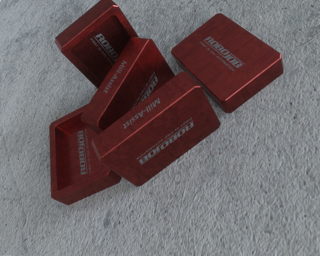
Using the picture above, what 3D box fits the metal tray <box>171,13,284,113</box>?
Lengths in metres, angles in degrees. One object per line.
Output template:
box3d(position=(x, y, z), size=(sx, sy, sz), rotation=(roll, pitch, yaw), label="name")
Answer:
box3d(position=(0.085, -0.091, 0.412), size=(0.090, 0.030, 0.130), rotation=(-38, 51, 2), label="metal tray")

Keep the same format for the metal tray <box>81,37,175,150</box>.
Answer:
box3d(position=(-0.035, -0.041, 0.405), size=(0.030, 0.090, 0.130), rotation=(18, 71, 35), label="metal tray")

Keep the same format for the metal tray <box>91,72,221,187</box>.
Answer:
box3d(position=(0.000, 0.006, 0.359), size=(0.130, 0.090, 0.030), rotation=(-37, 51, 3), label="metal tray")

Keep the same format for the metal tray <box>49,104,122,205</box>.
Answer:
box3d(position=(-0.109, 0.031, 0.438), size=(0.090, 0.030, 0.130), rotation=(-25, 53, 12), label="metal tray")

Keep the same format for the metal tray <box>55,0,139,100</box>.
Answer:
box3d(position=(-0.068, -0.101, 0.434), size=(0.090, 0.130, 0.030), rotation=(-40, 52, 1), label="metal tray")
